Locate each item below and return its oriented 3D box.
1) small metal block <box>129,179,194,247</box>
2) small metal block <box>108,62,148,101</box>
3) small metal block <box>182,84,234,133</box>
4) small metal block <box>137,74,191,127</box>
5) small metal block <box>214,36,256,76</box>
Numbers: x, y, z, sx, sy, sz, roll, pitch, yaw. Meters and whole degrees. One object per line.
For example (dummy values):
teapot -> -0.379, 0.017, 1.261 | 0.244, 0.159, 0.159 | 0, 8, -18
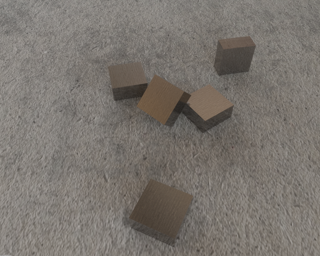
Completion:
small metal block -> 0.002, 0.089, 0.328 | 0.050, 0.025, 0.050 | 19, 53, 15
small metal block -> -0.048, -0.070, 0.462 | 0.050, 0.025, 0.050 | -10, 51, -9
small metal block -> 0.064, -0.028, 0.427 | 0.050, 0.025, 0.050 | -28, 56, -22
small metal block -> 0.005, -0.037, 0.416 | 0.050, 0.025, 0.050 | 35, 100, 25
small metal block -> 0.115, -0.112, 0.482 | 0.050, 0.050, 0.025 | -9, 51, -7
